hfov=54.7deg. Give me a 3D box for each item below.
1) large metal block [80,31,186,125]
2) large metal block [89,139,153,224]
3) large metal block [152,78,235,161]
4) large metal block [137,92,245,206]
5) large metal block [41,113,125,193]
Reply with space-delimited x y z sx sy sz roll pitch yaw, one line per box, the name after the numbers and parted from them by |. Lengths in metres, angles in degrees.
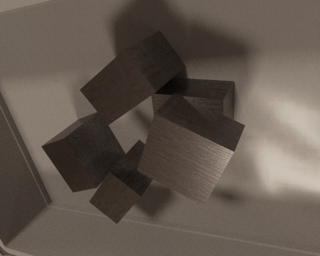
-0.029 -0.057 0.352 0.080 0.080 0.050 -31 101 37 | large metal block
-0.045 0.076 0.442 0.050 0.080 0.080 38 129 2 | large metal block
0.041 -0.011 0.363 0.080 0.050 0.079 7 122 23 | large metal block
0.031 0.022 0.325 0.080 0.050 0.079 26 128 11 | large metal block
-0.106 0.033 0.448 0.050 0.080 0.080 -17 110 34 | large metal block
